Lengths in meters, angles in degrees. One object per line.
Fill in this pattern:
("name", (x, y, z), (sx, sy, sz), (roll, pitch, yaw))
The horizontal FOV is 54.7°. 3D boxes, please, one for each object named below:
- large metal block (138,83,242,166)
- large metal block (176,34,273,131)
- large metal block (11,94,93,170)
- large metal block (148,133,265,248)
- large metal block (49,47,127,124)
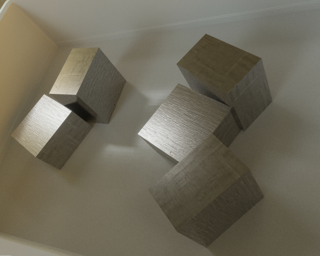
("large metal block", (0.036, 0.004, 0.368), (0.080, 0.050, 0.080), (32, 79, 38))
("large metal block", (0.077, -0.053, 0.362), (0.050, 0.080, 0.080), (-47, 51, -4))
("large metal block", (-0.165, 0.005, 0.474), (0.080, 0.050, 0.080), (27, 76, 37))
("large metal block", (0.049, 0.065, 0.305), (0.080, 0.080, 0.050), (-41, 51, 0))
("large metal block", (-0.103, -0.062, 0.462), (0.050, 0.080, 0.080), (5, 64, 29))
